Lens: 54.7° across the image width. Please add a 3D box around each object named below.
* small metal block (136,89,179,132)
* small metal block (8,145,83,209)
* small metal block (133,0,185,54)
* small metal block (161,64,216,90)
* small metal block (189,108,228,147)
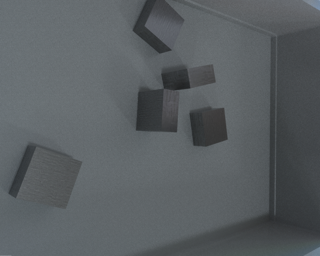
[{"bbox_3d":[-0.004,-0.020,0.387,0.025,0.050,0.050,6,87,-40],"label":"small metal block"},{"bbox_3d":[-0.114,0.049,0.311,0.050,0.025,0.050,27,73,-37],"label":"small metal block"},{"bbox_3d":[-0.001,-0.135,0.405,0.050,0.025,0.050,33,70,-35],"label":"small metal block"},{"bbox_3d":[0.039,-0.068,0.422,0.050,0.050,0.025,-18,102,-39],"label":"small metal block"},{"bbox_3d":[0.074,-0.002,0.469,0.050,0.025,0.050,-13,99,-39],"label":"small metal block"}]
